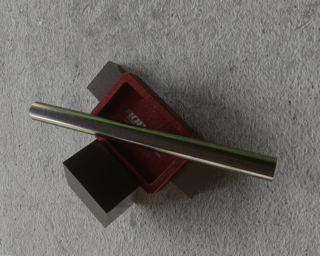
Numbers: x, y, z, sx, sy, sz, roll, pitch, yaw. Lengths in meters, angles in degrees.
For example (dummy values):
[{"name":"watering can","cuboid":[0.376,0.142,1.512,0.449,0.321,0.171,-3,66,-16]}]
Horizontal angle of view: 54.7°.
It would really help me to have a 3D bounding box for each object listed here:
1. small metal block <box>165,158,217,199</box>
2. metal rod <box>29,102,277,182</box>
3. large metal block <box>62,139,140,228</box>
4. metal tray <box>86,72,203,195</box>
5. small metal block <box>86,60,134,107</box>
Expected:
[{"name":"small metal block","cuboid":[0.039,0.053,0.396,0.050,0.025,0.050,40,102,15]},{"name":"metal rod","cuboid":[-0.024,0.010,0.359,0.301,0.025,0.025,13,94,19]},{"name":"large metal block","cuboid":[-0.076,0.073,0.397,0.050,0.080,0.080,-38,74,-27]},{"name":"metal tray","cuboid":[-0.021,0.006,0.387,0.130,0.030,0.090,45,104,14]},{"name":"small metal block","cuboid":[-0.065,-0.057,0.432,0.050,0.025,0.050,46,104,14]}]
